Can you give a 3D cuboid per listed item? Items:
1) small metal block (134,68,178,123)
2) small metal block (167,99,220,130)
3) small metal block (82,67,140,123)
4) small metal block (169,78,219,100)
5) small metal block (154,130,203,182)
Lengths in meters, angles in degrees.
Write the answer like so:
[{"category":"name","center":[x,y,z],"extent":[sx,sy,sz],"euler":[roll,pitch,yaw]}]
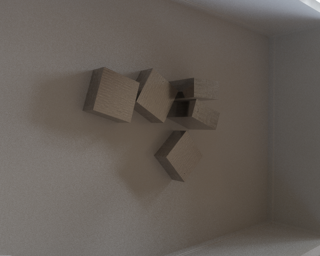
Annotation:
[{"category":"small metal block","center":[-0.010,-0.041,0.400],"extent":[0.050,0.025,0.050],"euler":[38,67,-34]},{"category":"small metal block","center":[0.046,-0.018,0.431],"extent":[0.050,0.050,0.025],"euler":[26,74,-38]},{"category":"small metal block","center":[-0.056,-0.037,0.361],"extent":[0.050,0.025,0.050],"euler":[20,78,-39]},{"category":"small metal block","center":[0.047,-0.052,0.432],"extent":[0.050,0.050,0.025],"euler":[0,90,-40]},{"category":"small metal block","center":[0.027,0.039,0.432],"extent":[0.050,0.025,0.050],"euler":[-50,120,-28]}]
